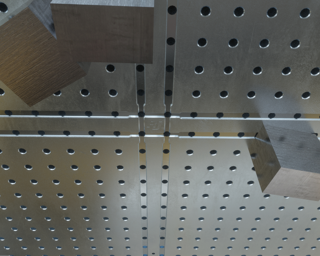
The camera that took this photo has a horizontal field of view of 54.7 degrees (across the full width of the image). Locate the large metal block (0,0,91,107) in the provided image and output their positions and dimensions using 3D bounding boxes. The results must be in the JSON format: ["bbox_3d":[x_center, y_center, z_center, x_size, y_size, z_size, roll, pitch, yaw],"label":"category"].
[{"bbox_3d":[-0.130,-0.081,0.325,0.080,0.050,0.080,-25,126,19],"label":"large metal block"}]

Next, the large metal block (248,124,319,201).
[{"bbox_3d":[0.176,0.046,0.417,0.081,0.080,0.050,10,129,-9],"label":"large metal block"}]

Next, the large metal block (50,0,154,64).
[{"bbox_3d":[-0.046,-0.102,0.288,0.081,0.080,0.050,1,130,-2],"label":"large metal block"}]
